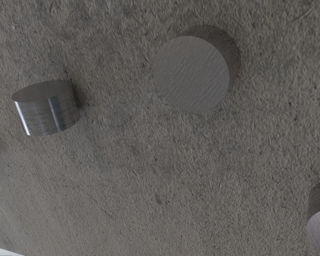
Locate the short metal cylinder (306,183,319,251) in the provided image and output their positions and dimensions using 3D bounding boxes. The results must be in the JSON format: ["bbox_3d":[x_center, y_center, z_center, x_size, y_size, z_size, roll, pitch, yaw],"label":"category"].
[{"bbox_3d":[0.208,0.102,0.344,0.080,0.050,0.079,13,124,21],"label":"short metal cylinder"}]

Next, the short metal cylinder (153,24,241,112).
[{"bbox_3d":[0.040,-0.064,0.330,0.080,0.050,0.079,13,124,21],"label":"short metal cylinder"}]

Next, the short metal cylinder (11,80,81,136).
[{"bbox_3d":[-0.158,-0.030,0.436,0.080,0.080,0.050,6,121,25],"label":"short metal cylinder"}]
